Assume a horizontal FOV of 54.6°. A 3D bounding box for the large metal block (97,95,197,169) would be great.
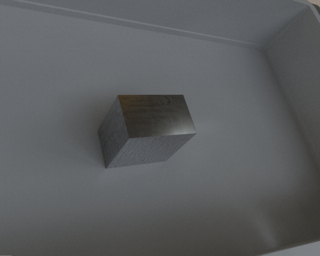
[{"bbox_3d":[-0.018,0.004,0.358,0.081,0.080,0.050,-4,64,-30],"label":"large metal block"}]
